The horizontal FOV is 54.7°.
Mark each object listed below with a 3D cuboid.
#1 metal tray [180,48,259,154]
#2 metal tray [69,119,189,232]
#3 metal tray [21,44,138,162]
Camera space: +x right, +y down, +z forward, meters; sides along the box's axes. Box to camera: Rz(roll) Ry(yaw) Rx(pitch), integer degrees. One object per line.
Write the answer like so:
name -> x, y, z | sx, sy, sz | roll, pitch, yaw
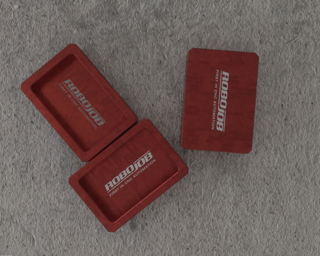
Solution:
metal tray -> 0.077, -0.035, 0.408 | 0.091, 0.030, 0.129 | 4, 90, 0
metal tray -> -0.040, 0.060, 0.406 | 0.130, 0.030, 0.090 | -39, 90, 0
metal tray -> -0.103, -0.032, 0.406 | 0.090, 0.030, 0.130 | -40, 90, 0
